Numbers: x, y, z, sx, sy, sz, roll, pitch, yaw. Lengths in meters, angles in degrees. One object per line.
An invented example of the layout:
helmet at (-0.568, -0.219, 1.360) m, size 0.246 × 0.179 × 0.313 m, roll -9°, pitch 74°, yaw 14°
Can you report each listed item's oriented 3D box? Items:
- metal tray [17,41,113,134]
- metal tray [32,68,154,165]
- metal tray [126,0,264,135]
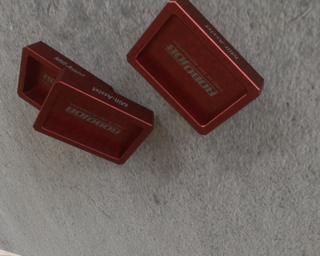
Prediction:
metal tray at (-0.138, -0.051, 0.442) m, size 0.130 × 0.030 × 0.089 m, roll 33°, pitch 129°, yaw 6°
metal tray at (-0.084, -0.009, 0.402) m, size 0.131 × 0.030 × 0.090 m, roll 26°, pitch 127°, yaw -20°
metal tray at (0.037, -0.064, 0.343) m, size 0.130 × 0.030 × 0.090 m, roll 45°, pitch 129°, yaw -4°
